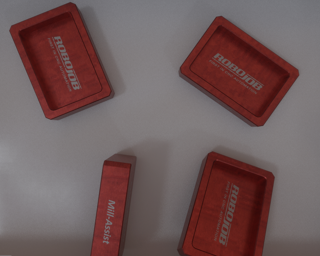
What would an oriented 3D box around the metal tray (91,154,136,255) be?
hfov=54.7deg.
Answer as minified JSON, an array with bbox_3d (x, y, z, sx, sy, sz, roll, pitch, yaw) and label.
[{"bbox_3d":[-0.055,0.101,0.378,0.030,0.090,0.129,8,90,0],"label":"metal tray"}]

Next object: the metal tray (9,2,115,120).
[{"bbox_3d":[-0.126,-0.085,0.407,0.090,0.030,0.129,-22,90,-1],"label":"metal tray"}]

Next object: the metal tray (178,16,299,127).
[{"bbox_3d":[0.102,-0.073,0.410,0.130,0.030,0.090,35,90,-1],"label":"metal tray"}]

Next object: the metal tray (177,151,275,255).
[{"bbox_3d":[0.084,0.104,0.382,0.090,0.030,0.130,20,64,1],"label":"metal tray"}]
